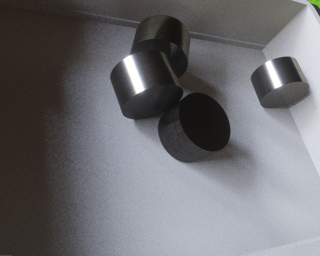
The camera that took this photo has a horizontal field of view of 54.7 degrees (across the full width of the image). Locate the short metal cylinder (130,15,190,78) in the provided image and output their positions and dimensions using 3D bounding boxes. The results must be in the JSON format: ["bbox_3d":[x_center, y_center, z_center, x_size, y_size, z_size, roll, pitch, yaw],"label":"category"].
[{"bbox_3d":[0.001,-0.111,0.438,0.080,0.080,0.050,20,54,-17],"label":"short metal cylinder"}]

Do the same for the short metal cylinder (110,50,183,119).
[{"bbox_3d":[-0.017,-0.053,0.393,0.081,0.080,0.050,-8,66,-32],"label":"short metal cylinder"}]

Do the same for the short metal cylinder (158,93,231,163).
[{"bbox_3d":[0.045,0.000,0.407,0.081,0.050,0.080,14,62,-27],"label":"short metal cylinder"}]

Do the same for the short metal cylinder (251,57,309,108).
[{"bbox_3d":[0.202,-0.075,0.525,0.081,0.080,0.050,1,61,-28],"label":"short metal cylinder"}]
